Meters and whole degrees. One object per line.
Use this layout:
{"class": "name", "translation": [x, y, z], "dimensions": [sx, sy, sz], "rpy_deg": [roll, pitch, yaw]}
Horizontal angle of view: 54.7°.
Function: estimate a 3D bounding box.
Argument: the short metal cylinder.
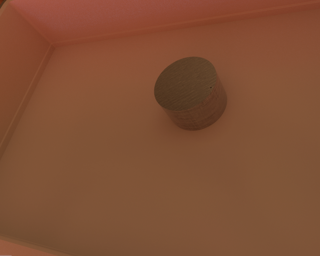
{"class": "short metal cylinder", "translation": [0.040, -0.043, 0.395], "dimensions": [0.080, 0.050, 0.080], "rpy_deg": [-13, 56, 20]}
